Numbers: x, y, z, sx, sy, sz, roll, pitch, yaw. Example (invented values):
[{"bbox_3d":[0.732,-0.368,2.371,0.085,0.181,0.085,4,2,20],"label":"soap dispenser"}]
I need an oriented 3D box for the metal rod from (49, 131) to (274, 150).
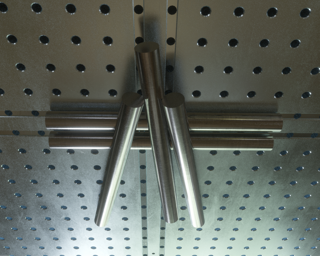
[{"bbox_3d":[0.003,0.018,0.427,0.302,0.025,0.025,1,130,-1],"label":"metal rod"}]

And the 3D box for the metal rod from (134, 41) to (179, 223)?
[{"bbox_3d":[0.002,0.031,0.406,0.025,0.025,0.298,-5,130,4],"label":"metal rod"}]

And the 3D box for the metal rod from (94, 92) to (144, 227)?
[{"bbox_3d":[-0.066,0.067,0.443,0.025,0.025,0.298,11,136,-10],"label":"metal rod"}]

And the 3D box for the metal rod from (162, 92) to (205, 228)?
[{"bbox_3d":[0.041,0.068,0.446,0.025,0.025,0.299,-8,137,6],"label":"metal rod"}]

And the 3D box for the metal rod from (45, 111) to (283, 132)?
[{"bbox_3d":[0.006,-0.009,0.405,0.302,0.025,0.025,1,130,-1],"label":"metal rod"}]
